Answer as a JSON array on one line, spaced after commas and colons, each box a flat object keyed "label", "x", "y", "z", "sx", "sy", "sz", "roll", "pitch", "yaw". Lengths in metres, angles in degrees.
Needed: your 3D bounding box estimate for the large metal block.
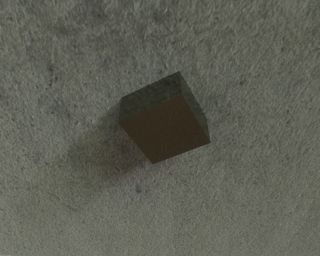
[{"label": "large metal block", "x": 0.007, "y": -0.010, "z": 0.382, "sx": 0.080, "sy": 0.050, "sz": 0.080, "roll": -22, "pitch": 127, "yaw": 18}]
